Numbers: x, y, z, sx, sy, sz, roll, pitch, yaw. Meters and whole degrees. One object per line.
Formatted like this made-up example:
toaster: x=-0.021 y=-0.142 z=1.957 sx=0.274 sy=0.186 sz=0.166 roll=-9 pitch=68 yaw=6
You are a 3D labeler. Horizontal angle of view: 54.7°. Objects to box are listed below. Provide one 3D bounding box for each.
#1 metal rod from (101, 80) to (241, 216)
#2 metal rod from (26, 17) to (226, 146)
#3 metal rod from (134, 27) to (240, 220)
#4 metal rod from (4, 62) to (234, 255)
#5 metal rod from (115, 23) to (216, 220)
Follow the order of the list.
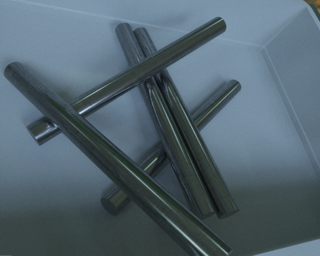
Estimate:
metal rod: x=0.035 y=0.007 z=0.422 sx=0.025 sy=0.025 sz=0.302 roll=46 pitch=51 yaw=4
metal rod: x=-0.024 y=-0.071 z=0.392 sx=0.302 sy=0.025 sz=0.025 roll=-36 pitch=82 yaw=-25
metal rod: x=0.022 y=-0.026 z=0.407 sx=0.025 sy=0.025 sz=0.299 roll=-5 pitch=56 yaw=-31
metal rod: x=-0.062 y=0.015 z=0.288 sx=0.300 sy=0.025 sz=0.025 roll=37 pitch=46 yaw=28
metal rod: x=-0.004 y=-0.028 z=0.397 sx=0.025 sy=0.025 sz=0.299 roll=-5 pitch=57 yaw=-31
